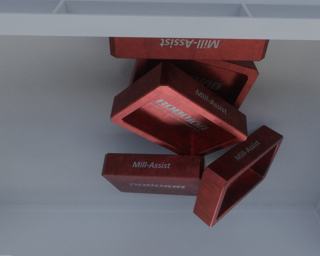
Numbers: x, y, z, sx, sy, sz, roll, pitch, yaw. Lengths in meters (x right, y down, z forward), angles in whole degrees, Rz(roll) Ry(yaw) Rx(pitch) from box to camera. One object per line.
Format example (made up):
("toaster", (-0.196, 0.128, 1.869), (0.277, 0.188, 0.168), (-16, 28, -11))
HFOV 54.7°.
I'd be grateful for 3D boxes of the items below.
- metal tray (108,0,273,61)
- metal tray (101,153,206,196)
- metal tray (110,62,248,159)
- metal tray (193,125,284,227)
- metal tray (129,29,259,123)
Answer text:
("metal tray", (0.024, -0.097, 0.284), (0.131, 0.090, 0.030), (1, 130, -2))
("metal tray", (-0.003, 0.066, 0.426), (0.131, 0.030, 0.090), (0, 154, 12))
("metal tray", (0.023, -0.011, 0.347), (0.131, 0.030, 0.090), (28, 141, -32))
("metal tray", (0.103, 0.061, 0.406), (0.131, 0.030, 0.089), (-29, 141, -34))
("metal tray", (0.034, -0.053, 0.361), (0.131, 0.030, 0.089), (13, 129, -11))
